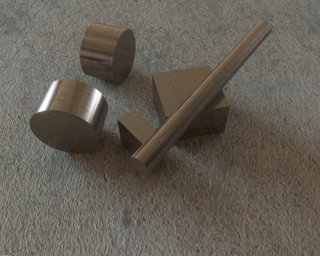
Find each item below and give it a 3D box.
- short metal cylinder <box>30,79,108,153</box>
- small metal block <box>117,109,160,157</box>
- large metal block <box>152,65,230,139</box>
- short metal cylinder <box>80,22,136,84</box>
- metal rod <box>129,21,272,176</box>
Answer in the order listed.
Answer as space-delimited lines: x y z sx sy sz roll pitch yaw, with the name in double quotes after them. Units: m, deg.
-0.108 -0.013 0.377 0.080 0.080 0.050 5 50 4 "short metal cylinder"
-0.024 0.014 0.375 0.025 0.050 0.050 -33 58 -25 "small metal block"
0.038 -0.034 0.416 0.081 0.050 0.080 -10 51 -8 "large metal block"
-0.075 -0.111 0.460 0.050 0.080 0.080 16 52 13 "short metal cylinder"
0.067 -0.055 0.385 0.025 0.025 0.301 29 56 22 "metal rod"
